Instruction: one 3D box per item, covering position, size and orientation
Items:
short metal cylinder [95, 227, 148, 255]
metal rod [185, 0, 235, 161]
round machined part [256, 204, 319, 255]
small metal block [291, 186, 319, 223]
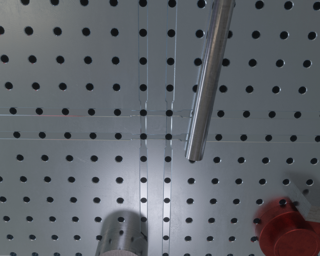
[{"bbox_3d":[-0.059,0.200,0.473,0.081,0.050,0.079,0,110,0],"label":"short metal cylinder"},{"bbox_3d":[0.067,-0.098,0.377,0.025,0.025,0.298,7,110,-3],"label":"metal rod"},{"bbox_3d":[0.200,0.168,0.468,0.099,0.042,0.097,0,110,0],"label":"round machined part"},{"bbox_3d":[0.225,0.110,0.443,0.050,0.050,0.025,9,110,-4],"label":"small metal block"}]
